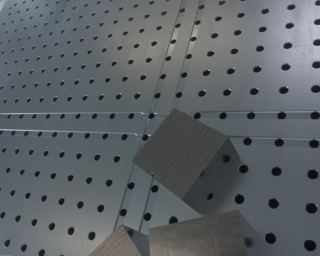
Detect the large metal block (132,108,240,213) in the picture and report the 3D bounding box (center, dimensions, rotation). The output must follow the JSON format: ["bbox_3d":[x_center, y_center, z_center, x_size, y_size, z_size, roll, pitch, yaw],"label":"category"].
[{"bbox_3d":[0.029,0.035,0.356,0.080,0.050,0.080,32,79,38],"label":"large metal block"}]

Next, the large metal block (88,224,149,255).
[{"bbox_3d":[-0.036,0.161,0.314,0.080,0.050,0.080,-43,51,-2],"label":"large metal block"}]

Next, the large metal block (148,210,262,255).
[{"bbox_3d":[0.045,0.117,0.278,0.080,0.080,0.050,-18,55,18],"label":"large metal block"}]
